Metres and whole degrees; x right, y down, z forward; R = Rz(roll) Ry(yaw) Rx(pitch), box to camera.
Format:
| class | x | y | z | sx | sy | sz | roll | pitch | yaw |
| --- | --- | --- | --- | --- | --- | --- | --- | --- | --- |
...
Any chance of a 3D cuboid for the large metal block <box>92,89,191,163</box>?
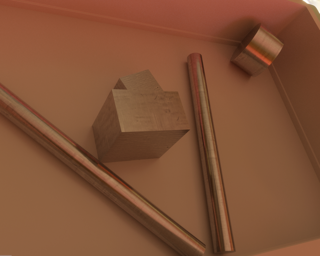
| class | x | y | z | sx | sy | sz | roll | pitch | yaw |
| --- | --- | --- | --- | --- | --- | --- | --- | --- | --- |
| large metal block | -0.025 | -0.001 | 0.359 | 0.081 | 0.080 | 0.050 | -2 | 63 | -30 |

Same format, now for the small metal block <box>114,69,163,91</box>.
| class | x | y | z | sx | sy | sz | roll | pitch | yaw |
| --- | --- | --- | --- | --- | --- | --- | --- | --- | --- |
| small metal block | -0.026 | -0.048 | 0.422 | 0.050 | 0.025 | 0.050 | -25 | 76 | -37 |

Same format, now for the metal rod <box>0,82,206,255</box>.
| class | x | y | z | sx | sy | sz | roll | pitch | yaw |
| --- | --- | --- | --- | --- | --- | --- | --- | --- | --- |
| metal rod | -0.074 | 0.046 | 0.338 | 0.300 | 0.025 | 0.025 | 39 | 51 | -2 |

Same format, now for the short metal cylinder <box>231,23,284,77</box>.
| class | x | y | z | sx | sy | sz | roll | pitch | yaw |
| --- | --- | --- | --- | --- | --- | --- | --- | --- | --- |
| short metal cylinder | 0.171 | -0.137 | 0.549 | 0.050 | 0.080 | 0.080 | 35 | 51 | -6 |

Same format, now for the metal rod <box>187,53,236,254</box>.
| class | x | y | z | sx | sy | sz | roll | pitch | yaw |
| --- | --- | --- | --- | --- | --- | --- | --- | --- | --- |
| metal rod | 0.066 | 0.015 | 0.433 | 0.025 | 0.025 | 0.299 | 10 | 57 | -23 |
